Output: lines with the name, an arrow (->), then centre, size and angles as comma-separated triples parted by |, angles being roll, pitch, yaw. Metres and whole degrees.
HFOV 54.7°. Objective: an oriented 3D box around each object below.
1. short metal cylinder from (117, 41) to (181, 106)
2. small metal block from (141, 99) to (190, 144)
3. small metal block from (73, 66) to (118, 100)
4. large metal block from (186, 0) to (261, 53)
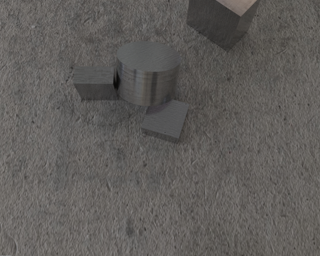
short metal cylinder -> -0.016, -0.072, 0.403 | 0.081, 0.050, 0.080 | 5, 40, -4
small metal block -> 0.007, -0.012, 0.413 | 0.050, 0.025, 0.050 | 17, 71, 6
small metal block -> -0.084, -0.059, 0.416 | 0.050, 0.050, 0.025 | 0, 70, 0
large metal block -> 0.088, -0.169, 0.441 | 0.080, 0.080, 0.050 | 39, 75, 13
